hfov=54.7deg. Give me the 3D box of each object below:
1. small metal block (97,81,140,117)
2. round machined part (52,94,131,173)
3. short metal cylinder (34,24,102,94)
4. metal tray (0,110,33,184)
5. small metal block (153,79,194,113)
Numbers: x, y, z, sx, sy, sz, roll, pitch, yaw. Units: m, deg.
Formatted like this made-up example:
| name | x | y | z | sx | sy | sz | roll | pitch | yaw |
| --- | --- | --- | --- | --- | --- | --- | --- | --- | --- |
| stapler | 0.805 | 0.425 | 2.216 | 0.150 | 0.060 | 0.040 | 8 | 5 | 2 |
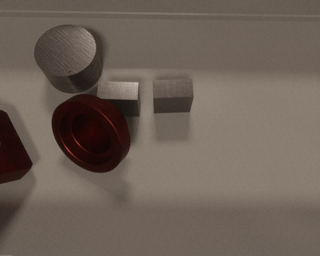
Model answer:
| name | x | y | z | sx | sy | sz | roll | pitch | yaw |
| --- | --- | --- | --- | --- | --- | --- | --- | --- | --- |
| small metal block | -0.053 | -0.037 | 0.409 | 0.050 | 0.050 | 0.025 | 2 | 68 | 0 |
| round machined part | -0.079 | 0.003 | 0.379 | 0.098 | 0.097 | 0.042 | 29 | 37 | 9 |
| short metal cylinder | -0.124 | -0.095 | 0.429 | 0.081 | 0.050 | 0.080 | 0 | 70 | 0 |
| metal tray | -0.223 | 0.025 | 0.346 | 0.030 | 0.131 | 0.090 | -41 | 73 | 27 |
| small metal block | 0.016 | -0.041 | 0.412 | 0.050 | 0.050 | 0.025 | -2 | 70 | -1 |
